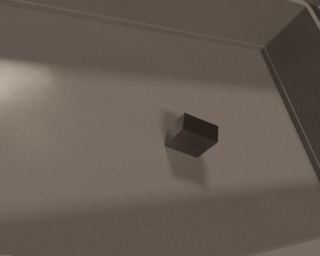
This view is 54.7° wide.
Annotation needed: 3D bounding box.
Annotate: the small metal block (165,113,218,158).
[{"bbox_3d":[0.041,0.011,0.407,0.050,0.050,0.025,21,54,-17],"label":"small metal block"}]
